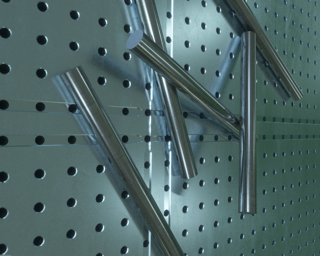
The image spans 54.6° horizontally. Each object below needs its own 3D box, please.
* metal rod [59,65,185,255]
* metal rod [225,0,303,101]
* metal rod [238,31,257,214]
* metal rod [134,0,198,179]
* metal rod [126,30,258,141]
[{"bbox_3d":[-0.034,0.065,0.379,0.025,0.025,0.299,-40,114,-33],"label":"metal rod"},{"bbox_3d":[0.191,-0.151,0.566,0.301,0.025,0.025,42,65,-32],"label":"metal rod"},{"bbox_3d":[0.137,-0.021,0.481,0.025,0.025,0.299,24,62,-37],"label":"metal rod"},{"bbox_3d":[0.004,-0.073,0.410,0.025,0.025,0.298,-25,106,-37],"label":"metal rod"},{"bbox_3d":[0.066,-0.038,0.439,0.301,0.025,0.025,32,70,-43],"label":"metal rod"}]
